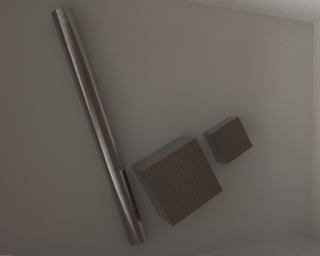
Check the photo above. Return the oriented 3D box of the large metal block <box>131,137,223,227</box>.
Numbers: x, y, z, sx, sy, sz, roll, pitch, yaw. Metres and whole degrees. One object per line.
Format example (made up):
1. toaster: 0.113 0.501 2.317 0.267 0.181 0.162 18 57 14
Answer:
1. large metal block: 0.022 0.066 0.407 0.080 0.050 0.080 -31 101 -18

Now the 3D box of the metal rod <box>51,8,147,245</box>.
1. metal rod: -0.073 0.004 0.384 0.025 0.025 0.298 -20 97 -19

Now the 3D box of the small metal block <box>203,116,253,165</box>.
1. small metal block: 0.098 0.017 0.448 0.050 0.025 0.050 -31 101 -18
